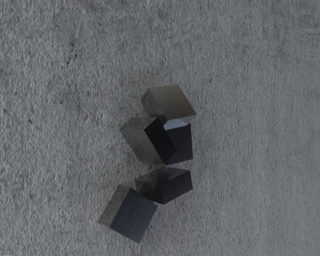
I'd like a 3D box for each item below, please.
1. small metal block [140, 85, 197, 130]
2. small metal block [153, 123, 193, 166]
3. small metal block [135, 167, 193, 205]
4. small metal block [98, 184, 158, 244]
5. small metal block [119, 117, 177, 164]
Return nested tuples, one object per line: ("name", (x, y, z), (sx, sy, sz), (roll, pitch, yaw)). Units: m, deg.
("small metal block", (0.011, -0.027, 0.398), (0.050, 0.025, 0.050), (-12, 64, -39))
("small metal block", (0.017, 0.021, 0.418), (0.050, 0.025, 0.050), (-8, 95, -40))
("small metal block", (0.005, 0.071, 0.392), (0.050, 0.050, 0.025), (-18, 102, -39))
("small metal block", (-0.037, 0.103, 0.373), (0.050, 0.025, 0.050), (42, 65, -32))
("small metal block", (-0.015, 0.015, 0.376), (0.025, 0.050, 0.050), (-44, 117, -31))
